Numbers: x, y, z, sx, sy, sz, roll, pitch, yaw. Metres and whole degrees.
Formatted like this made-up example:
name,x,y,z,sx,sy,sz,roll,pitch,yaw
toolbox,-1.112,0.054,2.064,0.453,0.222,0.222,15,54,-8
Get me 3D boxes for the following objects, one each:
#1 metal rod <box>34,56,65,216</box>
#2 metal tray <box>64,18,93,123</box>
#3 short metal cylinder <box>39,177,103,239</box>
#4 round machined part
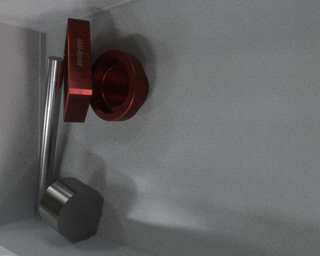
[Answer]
name,x,y,z,sx,sy,sz,roll,pitch,yaw
metal rod,-0.192,0.027,0.532,0.025,0.025,0.298,31,118,35
metal tray,-0.124,-0.084,0.459,0.090,0.030,0.130,127,140,-56
short metal cylinder,-0.137,0.123,0.481,0.050,0.081,0.079,19,102,38
round machined part,-0.055,-0.058,0.439,0.098,0.042,0.097,0,90,39
